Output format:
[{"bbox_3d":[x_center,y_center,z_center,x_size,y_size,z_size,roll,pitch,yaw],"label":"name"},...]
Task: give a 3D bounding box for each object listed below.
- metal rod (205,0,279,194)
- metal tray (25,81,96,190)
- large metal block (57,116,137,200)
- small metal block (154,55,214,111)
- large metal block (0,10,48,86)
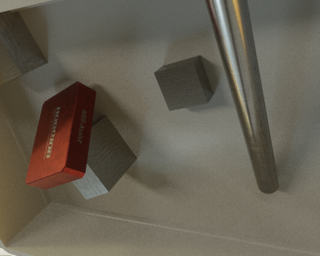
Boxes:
[{"bbox_3d":[0.081,-0.017,0.275,0.025,0.025,0.299,2,145,27],"label":"metal rod"},{"bbox_3d":[-0.133,0.010,0.421,0.090,0.130,0.030,-21,145,35],"label":"metal tray"},{"bbox_3d":[-0.091,0.041,0.445,0.050,0.080,0.080,-25,105,36],"label":"large metal block"},{"bbox_3d":[0.028,-0.051,0.361,0.050,0.025,0.050,-10,114,32],"label":"small metal block"},{"bbox_3d":[-0.222,-0.109,0.439,0.080,0.050,0.080,-14,112,33],"label":"large metal block"}]
